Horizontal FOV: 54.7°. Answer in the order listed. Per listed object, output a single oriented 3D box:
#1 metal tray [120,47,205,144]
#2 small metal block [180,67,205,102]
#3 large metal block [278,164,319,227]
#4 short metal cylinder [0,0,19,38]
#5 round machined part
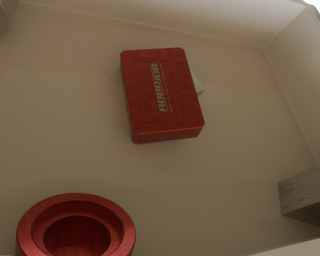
[{"bbox_3d":[-0.001,-0.047,0.415,0.091,0.030,0.130,-6,63,-11],"label":"metal tray"},{"bbox_3d":[0.030,-0.065,0.463,0.050,0.025,0.050,-19,72,-36],"label":"small metal block"},{"bbox_3d":[0.229,0.099,0.436,0.080,0.080,0.050,21,54,-17],"label":"large metal block"},{"bbox_3d":[-0.207,-0.146,0.348,0.081,0.080,0.050,14,56,-21],"label":"short metal cylinder"},{"bbox_3d":[-0.074,0.104,0.273,0.099,0.042,0.098,12,23,-5],"label":"round machined part"}]
